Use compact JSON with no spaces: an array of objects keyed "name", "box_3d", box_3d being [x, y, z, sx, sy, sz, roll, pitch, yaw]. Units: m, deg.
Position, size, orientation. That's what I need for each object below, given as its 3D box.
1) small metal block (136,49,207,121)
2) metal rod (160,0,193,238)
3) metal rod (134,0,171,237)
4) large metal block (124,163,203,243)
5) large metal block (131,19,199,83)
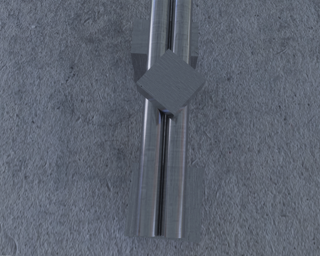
[{"name":"small metal block","box_3d":[0.011,-0.045,0.322,0.050,0.025,0.050,41,80,7]},{"name":"metal rod","box_3d":[0.021,-0.036,0.345,0.025,0.025,0.299,3,77,1]},{"name":"metal rod","box_3d":[-0.005,-0.037,0.346,0.025,0.025,0.299,3,77,1]},{"name":"large metal block","box_3d":[0.006,0.088,0.363,0.080,0.050,0.080,5,70,1]},{"name":"large metal block","box_3d":[0.007,-0.098,0.416,0.080,0.080,0.050,3,70,1]}]
